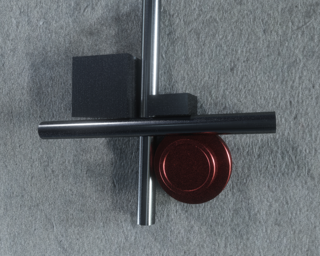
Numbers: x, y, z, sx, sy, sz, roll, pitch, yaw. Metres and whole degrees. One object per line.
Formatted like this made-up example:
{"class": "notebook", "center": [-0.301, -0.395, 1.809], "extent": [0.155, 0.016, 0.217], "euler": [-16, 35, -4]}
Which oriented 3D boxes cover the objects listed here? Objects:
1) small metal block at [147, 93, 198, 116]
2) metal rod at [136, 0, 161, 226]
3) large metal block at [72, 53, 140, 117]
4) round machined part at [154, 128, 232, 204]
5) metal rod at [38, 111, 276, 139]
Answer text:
{"class": "small metal block", "center": [0.017, -0.028, 0.390], "extent": [0.050, 0.050, 0.025], "euler": [-1, 90, 19]}
{"class": "metal rod", "center": [-0.015, -0.022, 0.414], "extent": [0.025, 0.025, 0.298], "euler": [2, 91, 19]}
{"class": "large metal block", "center": [-0.070, -0.054, 0.420], "extent": [0.080, 0.050, 0.079], "euler": [1, 90, 19]}
{"class": "round machined part", "center": [0.038, 0.047, 0.386], "extent": [0.098, 0.042, 0.097], "euler": [0, 90, 19]}
{"class": "metal rod", "center": [-0.015, -0.001, 0.388], "extent": [0.301, 0.025, 0.025], "euler": [-2, 90, 15]}
